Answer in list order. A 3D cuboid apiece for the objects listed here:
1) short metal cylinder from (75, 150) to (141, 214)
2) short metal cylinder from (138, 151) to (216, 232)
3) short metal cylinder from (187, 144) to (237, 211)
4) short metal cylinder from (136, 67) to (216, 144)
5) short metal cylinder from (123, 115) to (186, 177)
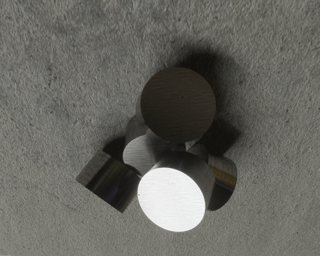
[{"bbox_3d":[-0.069,0.074,0.427,0.080,0.050,0.080,33,164,11],"label":"short metal cylinder"},{"bbox_3d":[0.021,0.074,0.367,0.080,0.050,0.079,7,110,21],"label":"short metal cylinder"},{"bbox_3d":[0.060,0.069,0.431,0.050,0.080,0.080,28,125,-22],"label":"short metal cylinder"},{"bbox_3d":[0.015,-0.022,0.346,0.081,0.080,0.050,10,173,-9],"label":"short metal cylinder"},{"bbox_3d":[-0.007,0.021,0.410,0.081,0.050,0.079,-1,130,0],"label":"short metal cylinder"}]
